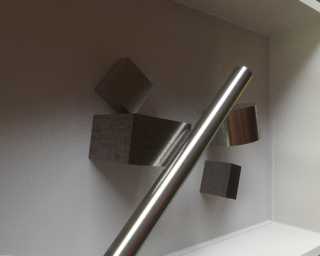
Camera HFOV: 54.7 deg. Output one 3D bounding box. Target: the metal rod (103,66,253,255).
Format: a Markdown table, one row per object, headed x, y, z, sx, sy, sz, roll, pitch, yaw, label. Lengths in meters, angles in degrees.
| x | y | z | sx | sy | sz | roll | pitch | yaw | label |
| --- | --- | --- | --- | --- | --- | --- | --- | --- | --- |
| 0.023 | 0.038 | 0.323 | 0.301 | 0.025 | 0.025 | -52 | 121 | -27 | metal rod |

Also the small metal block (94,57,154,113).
| x | y | z | sx | sy | sz | roll | pitch | yaw | label |
| --- | --- | --- | --- | --- | --- | --- | --- | --- | --- |
| -0.042 | -0.048 | 0.373 | 0.050 | 0.025 | 0.050 | 46 | 62 | -31 | small metal block |

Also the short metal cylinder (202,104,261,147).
| x | y | z | sx | sy | sz | roll | pitch | yaw | label |
| --- | --- | --- | --- | --- | --- | --- | --- | --- | --- |
| 0.106 | -0.006 | 0.463 | 0.081 | 0.080 | 0.050 | -15 | 100 | -39 | short metal cylinder |

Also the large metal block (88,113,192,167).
| x | y | z | sx | sy | sz | roll | pitch | yaw | label |
| --- | --- | --- | --- | --- | --- | --- | --- | --- | --- |
| -0.023 | 0.015 | 0.353 | 0.081 | 0.080 | 0.050 | 9 | 84 | -40 | large metal block |

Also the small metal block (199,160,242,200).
| x | y | z | sx | sy | sz | roll | pitch | yaw | label |
| --- | --- | --- | --- | --- | --- | --- | --- | --- | --- |
| 0.091 | 0.078 | 0.470 | 0.025 | 0.050 | 0.050 | 20 | 77 | -39 | small metal block |
